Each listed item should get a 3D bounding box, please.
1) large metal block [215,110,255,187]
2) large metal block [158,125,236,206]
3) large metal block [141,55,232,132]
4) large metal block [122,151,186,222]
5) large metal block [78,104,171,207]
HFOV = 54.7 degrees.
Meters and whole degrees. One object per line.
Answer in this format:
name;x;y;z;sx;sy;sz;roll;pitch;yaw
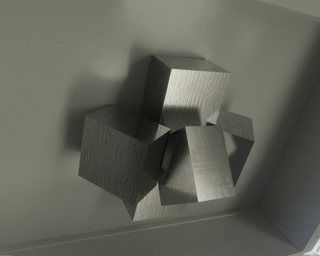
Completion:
large metal block;0.090;0.028;0.429;0.050;0.080;0.079;18;115;6
large metal block;0.036;0.046;0.368;0.050;0.080;0.080;-1;75;-29
large metal block;0.029;-0.040;0.379;0.081;0.050;0.079;-2;119;-28
large metal block;-0.002;0.079;0.439;0.081;0.050;0.079;1;118;-29
large metal block;-0.042;0.029;0.356;0.050;0.080;0.079;-33;142;-56
